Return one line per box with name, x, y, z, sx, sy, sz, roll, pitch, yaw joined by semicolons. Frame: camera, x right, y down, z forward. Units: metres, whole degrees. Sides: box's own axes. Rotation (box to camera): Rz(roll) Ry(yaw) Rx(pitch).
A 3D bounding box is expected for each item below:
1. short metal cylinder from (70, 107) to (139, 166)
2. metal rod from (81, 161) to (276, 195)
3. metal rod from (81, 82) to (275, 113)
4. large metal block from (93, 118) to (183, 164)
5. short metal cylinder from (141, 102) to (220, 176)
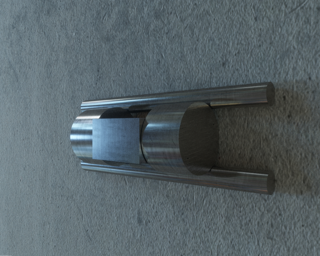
short metal cylinder;-0.076;0.012;0.433;0.050;0.081;0.080;-1;90;40
metal rod;-0.003;0.056;0.409;0.300;0.025;0.025;0;90;40
metal rod;-0.003;-0.034;0.409;0.300;0.025;0.025;0;90;40
large metal block;-0.027;0.014;0.390;0.080;0.081;0.050;0;90;40
short metal cylinder;0.025;0.012;0.349;0.050;0.081;0.080;-1;90;40
